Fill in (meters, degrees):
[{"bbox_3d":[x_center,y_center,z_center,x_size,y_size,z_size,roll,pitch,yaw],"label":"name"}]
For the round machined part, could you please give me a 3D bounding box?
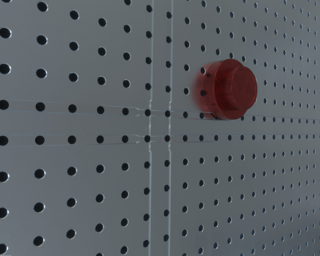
[{"bbox_3d":[0.119,-0.062,0.496,0.099,0.042,0.097,0,90,-40],"label":"round machined part"}]
